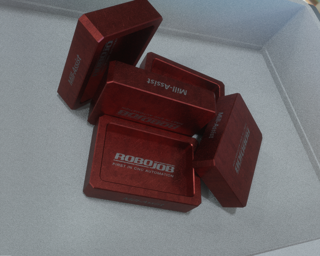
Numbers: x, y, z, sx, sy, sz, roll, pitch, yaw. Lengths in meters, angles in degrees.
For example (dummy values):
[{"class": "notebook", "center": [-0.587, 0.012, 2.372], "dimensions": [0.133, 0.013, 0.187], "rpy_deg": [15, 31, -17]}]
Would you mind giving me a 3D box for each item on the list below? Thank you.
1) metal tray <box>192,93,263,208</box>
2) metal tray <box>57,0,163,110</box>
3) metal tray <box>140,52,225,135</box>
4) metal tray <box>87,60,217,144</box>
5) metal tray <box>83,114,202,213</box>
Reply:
[{"class": "metal tray", "center": [0.095, 0.027, 0.411], "dimensions": [0.090, 0.030, 0.130], "rpy_deg": [53, 46, -28]}, {"class": "metal tray", "center": [-0.060, -0.080, 0.353], "dimensions": [0.091, 0.129, 0.030], "rpy_deg": [-34, 82, -38]}, {"class": "metal tray", "center": [0.031, -0.047, 0.447], "dimensions": [0.131, 0.030, 0.090], "rpy_deg": [19, 54, -17]}, {"class": "metal tray", "center": [-0.011, -0.024, 0.370], "dimensions": [0.131, 0.090, 0.030], "rpy_deg": [15, 56, -21]}, {"class": "metal tray", "center": [-0.016, 0.043, 0.365], "dimensions": [0.131, 0.030, 0.090], "rpy_deg": [15, 56, -20]}]
